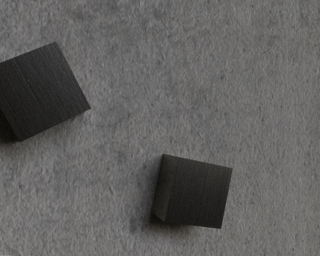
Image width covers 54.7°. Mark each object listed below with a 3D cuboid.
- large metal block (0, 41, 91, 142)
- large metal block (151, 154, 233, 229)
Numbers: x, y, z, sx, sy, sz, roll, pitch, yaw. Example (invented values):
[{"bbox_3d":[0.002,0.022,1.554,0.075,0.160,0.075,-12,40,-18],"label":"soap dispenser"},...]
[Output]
[{"bbox_3d":[-0.135,-0.039,0.346,0.081,0.050,0.080,-29,100,-18],"label":"large metal block"},{"bbox_3d":[0.042,0.083,0.413,0.081,0.050,0.080,13,86,-20],"label":"large metal block"}]
